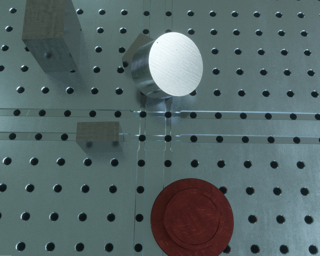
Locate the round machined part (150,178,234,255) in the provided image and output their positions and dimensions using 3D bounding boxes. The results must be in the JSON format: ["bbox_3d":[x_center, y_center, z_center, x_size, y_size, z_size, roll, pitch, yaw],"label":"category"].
[{"bbox_3d":[0.038,0.107,0.364,0.099,0.042,0.098,0,70,-1],"label":"round machined part"}]

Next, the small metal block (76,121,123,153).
[{"bbox_3d":[-0.074,0.013,0.393,0.050,0.050,0.025,-1,70,-1],"label":"small metal block"}]

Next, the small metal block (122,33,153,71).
[{"bbox_3d":[-0.019,-0.102,0.449,0.050,0.025,0.050,29,72,10],"label":"small metal block"}]

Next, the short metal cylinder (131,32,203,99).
[{"bbox_3d":[0.009,-0.079,0.408,0.081,0.050,0.079,0,90,-30],"label":"short metal cylinder"}]

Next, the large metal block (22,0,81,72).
[{"bbox_3d":[-0.146,-0.133,0.429,0.050,0.080,0.080,-3,70,-1],"label":"large metal block"}]
